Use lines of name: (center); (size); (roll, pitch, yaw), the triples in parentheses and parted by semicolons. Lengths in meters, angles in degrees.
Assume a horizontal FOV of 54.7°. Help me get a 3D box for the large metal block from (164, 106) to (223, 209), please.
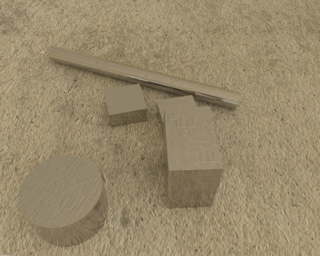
large metal block: (0.031, 0.033, 0.340); (0.050, 0.080, 0.080); (-2, 50, -2)

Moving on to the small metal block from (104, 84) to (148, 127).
small metal block: (-0.048, -0.032, 0.429); (0.050, 0.025, 0.050); (-11, 51, -9)

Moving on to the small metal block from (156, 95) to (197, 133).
small metal block: (0.025, -0.015, 0.416); (0.050, 0.025, 0.050); (-9, 51, -9)

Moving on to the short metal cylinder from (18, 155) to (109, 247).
short metal cylinder: (-0.097, 0.075, 0.323); (0.081, 0.050, 0.080); (0, 50, 0)

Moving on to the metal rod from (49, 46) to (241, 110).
metal rod: (-0.031, -0.079, 0.468); (0.301, 0.025, 0.025); (16, 52, 13)
